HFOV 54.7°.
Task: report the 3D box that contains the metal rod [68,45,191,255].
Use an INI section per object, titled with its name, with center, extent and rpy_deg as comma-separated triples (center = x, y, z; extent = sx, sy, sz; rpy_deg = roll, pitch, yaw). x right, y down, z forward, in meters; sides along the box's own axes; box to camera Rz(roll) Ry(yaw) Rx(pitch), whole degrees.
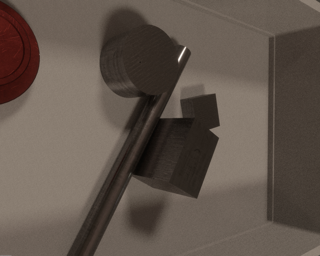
[metal rod]
center = -0.030, 0.021, 0.381
extent = 0.025, 0.025, 0.300
rpy_deg = 39, 67, -34

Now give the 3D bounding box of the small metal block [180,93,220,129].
[small metal block]
center = 0.060, -0.022, 0.459
extent = 0.050, 0.025, 0.050
rpy_deg = -16, 100, -39

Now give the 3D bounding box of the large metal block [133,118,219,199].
[large metal block]
center = 0.015, 0.035, 0.386
extent = 0.050, 0.080, 0.080
rpy_deg = 37, 67, -35

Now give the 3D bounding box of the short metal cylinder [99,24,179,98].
[short metal cylinder]
center = -0.024, -0.077, 0.372
extent = 0.081, 0.050, 0.079
rpy_deg = 0, 90, -40

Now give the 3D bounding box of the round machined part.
[round machined part]
center = -0.153, -0.068, 0.268
extent = 0.099, 0.042, 0.097
rpy_deg = 0, 90, -40
